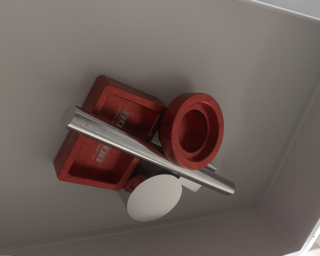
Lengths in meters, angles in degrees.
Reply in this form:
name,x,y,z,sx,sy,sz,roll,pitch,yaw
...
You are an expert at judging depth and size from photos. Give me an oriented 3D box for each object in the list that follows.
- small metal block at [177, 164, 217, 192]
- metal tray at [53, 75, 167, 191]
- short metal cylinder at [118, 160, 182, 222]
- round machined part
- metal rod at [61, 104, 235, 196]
name,x,y,z,sx,sy,sz,roll,pitch,yaw
small metal block,0.051,0.065,0.476,0.050,0.025,0.050,-49,129,6
metal tray,-0.060,0.011,0.378,0.091,0.030,0.129,20,108,-36
short metal cylinder,-0.017,0.083,0.433,0.081,0.050,0.079,-14,125,-21
round machined part,0.036,0.003,0.403,0.099,0.042,0.097,-7,101,-41
metal rod,0.010,0.043,0.403,0.301,0.025,0.025,29,102,-40
